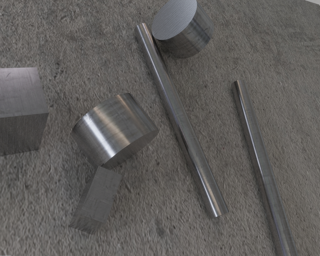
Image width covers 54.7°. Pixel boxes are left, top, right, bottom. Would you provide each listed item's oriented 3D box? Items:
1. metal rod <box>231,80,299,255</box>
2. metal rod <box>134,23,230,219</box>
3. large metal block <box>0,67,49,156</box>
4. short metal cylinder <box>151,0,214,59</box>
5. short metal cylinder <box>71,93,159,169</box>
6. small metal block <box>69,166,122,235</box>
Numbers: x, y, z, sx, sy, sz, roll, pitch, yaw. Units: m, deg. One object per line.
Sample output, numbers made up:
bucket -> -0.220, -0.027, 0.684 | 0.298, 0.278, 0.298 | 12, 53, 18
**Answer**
metal rod -> 0.149, 0.057, 0.448 | 0.025, 0.025, 0.299 | 7, 59, -25
metal rod -> 0.022, -0.024, 0.429 | 0.025, 0.025, 0.299 | -8, 66, -32
large metal block -> -0.157, -0.011, 0.291 | 0.081, 0.080, 0.050 | -9, 67, -32
short metal cylinder -> 0.034, -0.153, 0.471 | 0.050, 0.080, 0.080 | 34, 44, -45
short metal cylinder -> -0.048, 0.006, 0.339 | 0.081, 0.080, 0.050 | -30, 79, -38
small metal block -> -0.064, 0.073, 0.309 | 0.025, 0.050, 0.050 | 25, 53, -13
